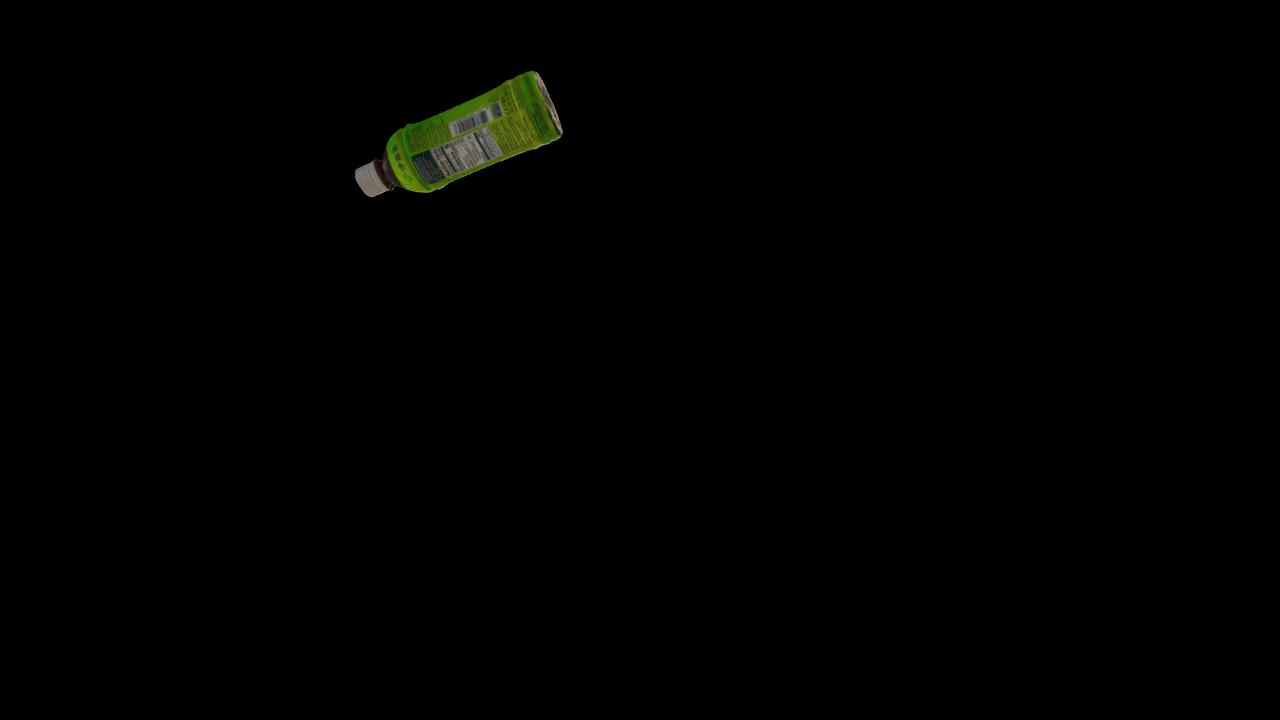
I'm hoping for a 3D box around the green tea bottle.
[{"bbox_3d":[-0.187,-0.219,0.622,0.212,0.073,0.073,-20,-1,3],"label":"green tea bottle"}]
